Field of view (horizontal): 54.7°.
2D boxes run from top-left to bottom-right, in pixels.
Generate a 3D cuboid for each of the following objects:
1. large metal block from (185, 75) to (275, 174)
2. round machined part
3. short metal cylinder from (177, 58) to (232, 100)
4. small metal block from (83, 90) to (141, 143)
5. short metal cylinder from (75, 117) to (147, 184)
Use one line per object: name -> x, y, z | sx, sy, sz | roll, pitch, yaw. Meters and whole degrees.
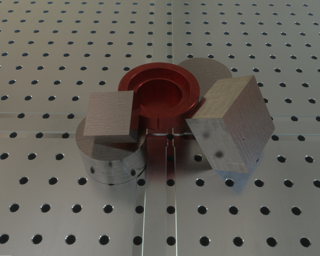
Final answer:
large metal block -> 0.086, -0.005, 0.368 | 0.050, 0.080, 0.080 | 0, 39, 47
round machined part -> -0.001, -0.035, 0.388 | 0.099, 0.042, 0.098 | 0, 50, 0
short metal cylinder -> 0.057, -0.054, 0.437 | 0.081, 0.050, 0.080 | 0, 50, 0
small metal block -> -0.051, -0.011, 0.335 | 0.050, 0.025, 0.050 | -2, 68, 14
short metal cylinder -> -0.056, 0.020, 0.373 | 0.081, 0.050, 0.080 | 0, 50, 0
